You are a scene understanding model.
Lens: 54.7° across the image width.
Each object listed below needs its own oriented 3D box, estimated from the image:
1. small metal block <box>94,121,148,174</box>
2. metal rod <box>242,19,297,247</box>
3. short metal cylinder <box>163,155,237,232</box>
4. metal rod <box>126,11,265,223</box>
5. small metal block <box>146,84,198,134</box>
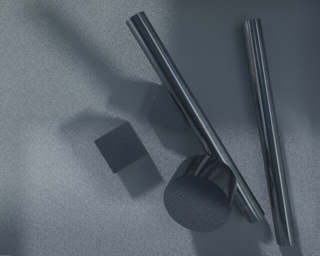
[{"bbox_3d":[-0.051,0.025,0.411,0.050,0.025,0.050,-31,90,-1],"label":"small metal block"},{"bbox_3d":[0.145,0.006,0.413,0.025,0.025,0.298,-9,90,0],"label":"metal rod"},{"bbox_3d":[0.051,0.080,0.383,0.080,0.050,0.079,8,116,18],"label":"short metal cylinder"},{"bbox_3d":[0.049,-0.006,0.389,0.025,0.025,0.299,-32,100,0],"label":"metal rod"},{"bbox_3d":[0.016,-0.025,0.412,0.050,0.025,0.050,25,90,-1],"label":"small metal block"}]
